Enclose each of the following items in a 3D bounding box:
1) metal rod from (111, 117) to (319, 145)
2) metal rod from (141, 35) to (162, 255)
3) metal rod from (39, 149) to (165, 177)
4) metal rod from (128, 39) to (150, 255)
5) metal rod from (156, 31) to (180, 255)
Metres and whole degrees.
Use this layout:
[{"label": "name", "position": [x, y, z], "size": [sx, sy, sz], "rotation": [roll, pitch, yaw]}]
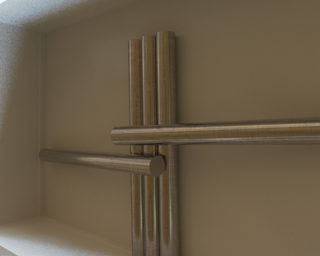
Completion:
[{"label": "metal rod", "position": [0.070, 0.005, 0.324], "size": [0.300, 0.025, 0.025], "rotation": [-2, 89, 33]}, {"label": "metal rod", "position": [-0.010, 0.029, 0.411], "size": [0.025, 0.025, 0.298], "rotation": [-2, 89, 39]}, {"label": "metal rod", "position": [-0.109, 0.048, 0.471], "size": [0.300, 0.025, 0.025], "rotation": [-1, 89, 45]}, {"label": "metal rod", "position": [-0.029, 0.029, 0.427], "size": [0.025, 0.025, 0.298], "rotation": [-2, 89, 39]}, {"label": "metal rod", "position": [0.010, 0.028, 0.395], "size": [0.025, 0.025, 0.298], "rotation": [-2, 89, 39]}]
